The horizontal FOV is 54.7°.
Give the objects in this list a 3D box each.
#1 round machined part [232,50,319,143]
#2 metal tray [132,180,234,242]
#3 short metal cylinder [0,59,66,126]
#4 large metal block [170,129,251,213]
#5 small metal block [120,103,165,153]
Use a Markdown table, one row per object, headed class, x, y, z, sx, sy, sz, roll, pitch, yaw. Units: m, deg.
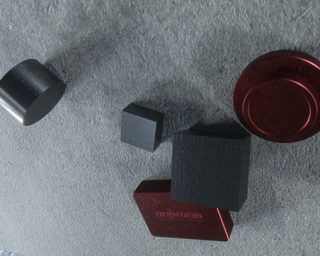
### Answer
| class | x | y | z | sx | sy | sz | roll | pitch | yaw |
| --- | --- | --- | --- | --- | --- | --- | --- | --- | --- |
| round machined part | 0.123 | -0.026 | 0.315 | 0.098 | 0.042 | 0.097 | 13 | 124 | 20 |
| metal tray | 0.033 | 0.121 | 0.460 | 0.130 | 0.030 | 0.090 | -8 | 115 | 31 |
| short metal cylinder | -0.180 | -0.049 | 0.433 | 0.050 | 0.080 | 0.080 | 41 | 129 | 0 |
| large metal block | 0.061 | 0.046 | 0.369 | 0.080 | 0.050 | 0.079 | 5 | 98 | 25 |
| small metal block | -0.024 | 0.000 | 0.418 | 0.050 | 0.025 | 0.050 | 19 | 126 | 17 |
